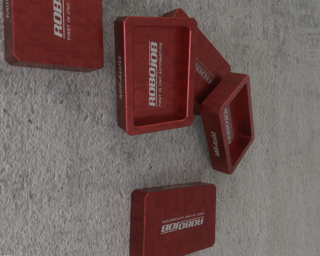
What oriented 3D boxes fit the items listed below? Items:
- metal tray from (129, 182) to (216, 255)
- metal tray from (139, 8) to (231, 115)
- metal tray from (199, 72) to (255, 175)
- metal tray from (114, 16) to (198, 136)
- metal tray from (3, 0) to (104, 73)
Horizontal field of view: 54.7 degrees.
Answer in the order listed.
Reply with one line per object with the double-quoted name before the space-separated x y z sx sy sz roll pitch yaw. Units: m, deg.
"metal tray" 0.022 0.124 0.420 0.131 0.030 0.089 2 89 -40
"metal tray" 0.041 -0.088 0.435 0.130 0.030 0.090 38 67 -33
"metal tray" 0.104 -0.005 0.460 0.090 0.030 0.129 -48 137 -31
"metal tray" -0.004 -0.062 0.364 0.091 0.030 0.129 -9 111 -27
"metal tray" -0.105 -0.126 0.313 0.091 0.030 0.129 -2 92 -40
